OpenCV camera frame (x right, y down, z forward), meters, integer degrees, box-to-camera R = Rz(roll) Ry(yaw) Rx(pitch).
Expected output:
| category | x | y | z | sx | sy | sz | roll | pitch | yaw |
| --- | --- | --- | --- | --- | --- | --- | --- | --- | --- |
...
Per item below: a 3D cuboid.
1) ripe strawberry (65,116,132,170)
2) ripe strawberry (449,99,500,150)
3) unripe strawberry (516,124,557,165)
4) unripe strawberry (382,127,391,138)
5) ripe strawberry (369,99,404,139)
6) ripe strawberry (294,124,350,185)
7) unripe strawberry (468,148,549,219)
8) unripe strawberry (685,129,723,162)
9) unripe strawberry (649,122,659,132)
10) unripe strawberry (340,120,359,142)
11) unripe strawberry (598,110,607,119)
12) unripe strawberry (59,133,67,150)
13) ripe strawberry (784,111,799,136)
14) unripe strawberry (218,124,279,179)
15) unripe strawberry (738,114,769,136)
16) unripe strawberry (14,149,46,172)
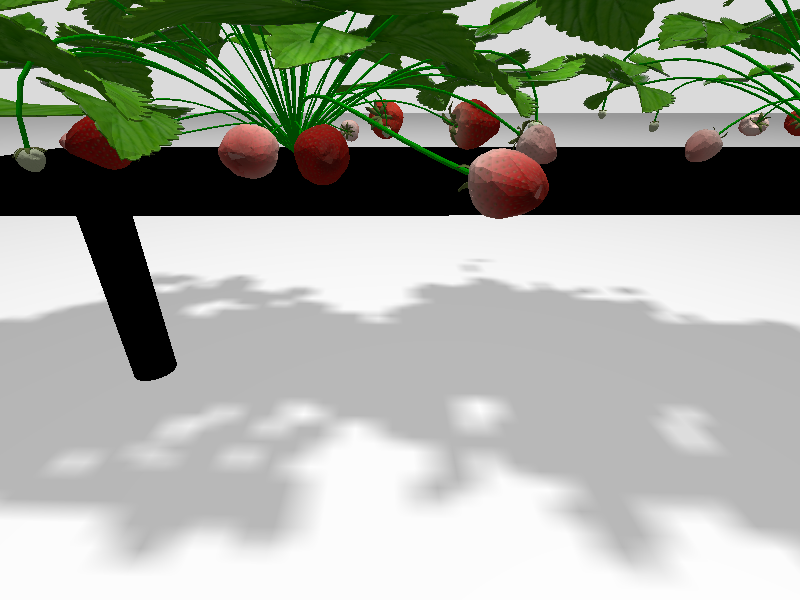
| category | x | y | z | sx | sy | sz | roll | pitch | yaw |
| --- | --- | --- | --- | --- | --- | --- | --- | --- | --- |
| ripe strawberry | -0.189 | -0.100 | 0.253 | 0.036 | 0.035 | 0.033 | -19 | 32 | -33 |
| ripe strawberry | 0.065 | -0.151 | 0.346 | 0.041 | 0.040 | 0.045 | -4 | 27 | -10 |
| unripe strawberry | 0.087 | -0.096 | 0.251 | 0.026 | 0.025 | 0.028 | 35 | 35 | 9 |
| unripe strawberry | -0.015 | -0.188 | 0.449 | 0.011 | 0.011 | 0.010 | 13 | 29 | 24 |
| ripe strawberry | -0.014 | -0.210 | 0.468 | 0.040 | 0.042 | 0.044 | 11 | 15 | 21 |
| ripe strawberry | -0.039 | -0.073 | 0.203 | 0.028 | 0.030 | 0.031 | -9 | 28 | -17 |
| unripe strawberry | 0.038 | -0.040 | 0.139 | 0.027 | 0.023 | 0.027 | -15 | 30 | -27 |
| unripe strawberry | 0.212 | -0.107 | 0.282 | 0.022 | 0.022 | 0.021 | -33 | 32 | -2 |
| unripe strawberry | 0.289 | -0.197 | 0.456 | 0.011 | 0.011 | 0.010 | -13 | 29 | -25 |
| unripe strawberry | -0.055 | -0.187 | 0.442 | 0.021 | 0.022 | 0.023 | 6 | 26 | 12 |
| unripe strawberry | 0.296 | -0.272 | 0.587 | 0.011 | 0.011 | 0.011 | -6 | 27 | -12 |
| unripe strawberry | -0.270 | -0.129 | 0.329 | 0.017 | 0.017 | 0.016 | 0 | 26 | 1 |
| ripe strawberry | 0.478 | -0.210 | 0.475 | 0.035 | 0.031 | 0.031 | 16 | 12 | 30 |
| unripe strawberry | -0.080 | -0.078 | 0.212 | 0.031 | 0.028 | 0.028 | -1 | 27 | -2 |
| unripe strawberry | 0.420 | -0.207 | 0.478 | 0.028 | 0.025 | 0.025 | 8 | 8 | 16 |
| unripe strawberry | -0.158 | -0.060 | 0.171 | 0.009 | 0.010 | 0.010 | 11 | 28 | 21 |
